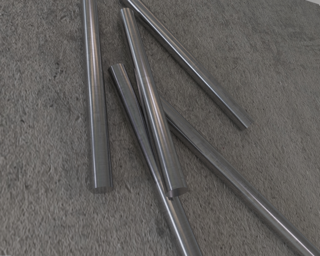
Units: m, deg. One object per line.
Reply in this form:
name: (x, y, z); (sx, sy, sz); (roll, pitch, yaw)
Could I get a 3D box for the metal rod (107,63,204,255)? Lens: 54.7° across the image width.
metal rod: (-0.004, 0.050, 0.370); (0.025, 0.025, 0.299); (-10, 67, -33)

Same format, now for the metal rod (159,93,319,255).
metal rod: (0.096, 0.066, 0.414); (0.300, 0.025, 0.025); (45, 51, 3)

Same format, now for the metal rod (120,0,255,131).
metal rod: (0.037, -0.114, 0.492); (0.300, 0.025, 0.025); (48, 51, 5)

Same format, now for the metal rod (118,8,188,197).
metal rod: (-0.018, -0.054, 0.405); (0.025, 0.025, 0.299); (2, 54, -27)

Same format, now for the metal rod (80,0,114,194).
metal rod: (-0.084, -0.065, 0.397); (0.025, 0.025, 0.299); (4, 60, -26)
